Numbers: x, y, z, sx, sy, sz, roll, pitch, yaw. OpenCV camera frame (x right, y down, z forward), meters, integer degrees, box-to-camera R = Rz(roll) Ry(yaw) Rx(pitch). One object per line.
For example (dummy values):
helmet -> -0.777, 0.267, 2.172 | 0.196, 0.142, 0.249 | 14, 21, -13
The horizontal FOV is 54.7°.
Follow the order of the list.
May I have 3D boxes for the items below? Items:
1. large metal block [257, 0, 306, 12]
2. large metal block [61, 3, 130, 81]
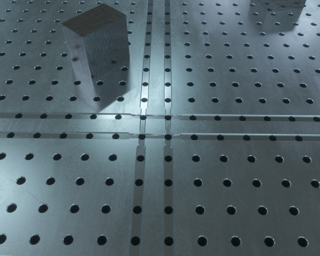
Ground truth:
large metal block -> 0.246, -0.285, 0.634 | 0.081, 0.050, 0.080 | -9, 51, -8
large metal block -> -0.097, -0.134, 0.483 | 0.050, 0.080, 0.080 | 36, 58, 26
